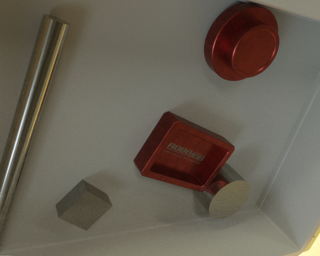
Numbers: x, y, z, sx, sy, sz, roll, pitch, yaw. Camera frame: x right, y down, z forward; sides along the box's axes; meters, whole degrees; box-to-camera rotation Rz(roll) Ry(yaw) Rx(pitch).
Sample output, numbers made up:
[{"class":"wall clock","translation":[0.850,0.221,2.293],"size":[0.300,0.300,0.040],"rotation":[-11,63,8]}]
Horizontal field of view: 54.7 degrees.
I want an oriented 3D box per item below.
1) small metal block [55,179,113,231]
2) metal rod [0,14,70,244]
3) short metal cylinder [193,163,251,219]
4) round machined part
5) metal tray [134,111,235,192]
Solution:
[{"class":"small metal block","translation":[-0.102,0.105,0.419],"size":[0.050,0.025,0.050],"rotation":[-44,130,2]},{"class":"metal rod","translation":[-0.157,0.026,0.339],"size":[0.025,0.025,0.298],"rotation":[12,112,-34]},{"class":"short metal cylinder","translation":[0.102,0.104,0.515],"size":[0.081,0.050,0.079],"rotation":[-14,125,-21]},{"class":"round machined part","translation":[0.109,-0.103,0.390],"size":[0.099,0.042,0.097],"rotation":[-15,130,-18]},{"class":"metal tray","translation":[0.039,0.039,0.452],"size":[0.131,0.030,0.090],"rotation":[23,106,-37]}]
